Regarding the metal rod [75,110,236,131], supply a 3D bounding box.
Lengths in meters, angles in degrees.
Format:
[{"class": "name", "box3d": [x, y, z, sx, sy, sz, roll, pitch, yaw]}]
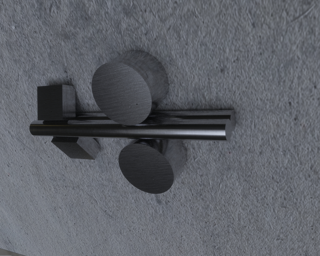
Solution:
[{"class": "metal rod", "box3d": [-0.048, -0.010, 0.428, 0.300, 0.025, 0.025, 0, 119, 28]}]

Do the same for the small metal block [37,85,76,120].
[{"class": "small metal block", "box3d": [-0.152, -0.036, 0.454, 0.050, 0.025, 0.050, 0, 91, 28]}]

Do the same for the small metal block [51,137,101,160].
[{"class": "small metal block", "box3d": [-0.129, 0.025, 0.479, 0.050, 0.025, 0.050, 0, 145, 27]}]

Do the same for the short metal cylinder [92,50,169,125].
[{"class": "short metal cylinder", "box3d": [-0.035, -0.050, 0.380, 0.080, 0.050, 0.079, 13, 124, 21]}]

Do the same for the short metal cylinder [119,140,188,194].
[{"class": "short metal cylinder", "box3d": [-0.009, 0.042, 0.423, 0.080, 0.050, 0.079, 13, 124, 21]}]

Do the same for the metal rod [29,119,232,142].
[{"class": "metal rod", "box3d": [-0.058, 0.001, 0.408, 0.300, 0.025, 0.025, 0, 119, 28]}]
